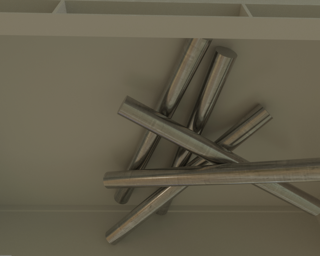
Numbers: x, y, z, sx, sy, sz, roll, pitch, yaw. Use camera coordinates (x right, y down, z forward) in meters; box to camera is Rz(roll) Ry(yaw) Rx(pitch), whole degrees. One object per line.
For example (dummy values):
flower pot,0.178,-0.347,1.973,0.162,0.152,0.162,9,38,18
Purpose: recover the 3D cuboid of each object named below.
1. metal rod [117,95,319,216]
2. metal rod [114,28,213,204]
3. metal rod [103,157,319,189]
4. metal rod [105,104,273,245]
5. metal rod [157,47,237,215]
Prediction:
metal rod,0.086,0.041,0.394,0.301,0.025,0.025,28,125,-13
metal rod,-0.009,0.007,0.415,0.025,0.025,0.298,16,128,-14
metal rod,0.056,0.059,0.384,0.300,0.025,0.025,-8,132,28
metal rod,0.030,0.075,0.438,0.299,0.025,0.025,-42,119,17
metal rod,0.037,0.027,0.432,0.025,0.025,0.298,10,129,-9
